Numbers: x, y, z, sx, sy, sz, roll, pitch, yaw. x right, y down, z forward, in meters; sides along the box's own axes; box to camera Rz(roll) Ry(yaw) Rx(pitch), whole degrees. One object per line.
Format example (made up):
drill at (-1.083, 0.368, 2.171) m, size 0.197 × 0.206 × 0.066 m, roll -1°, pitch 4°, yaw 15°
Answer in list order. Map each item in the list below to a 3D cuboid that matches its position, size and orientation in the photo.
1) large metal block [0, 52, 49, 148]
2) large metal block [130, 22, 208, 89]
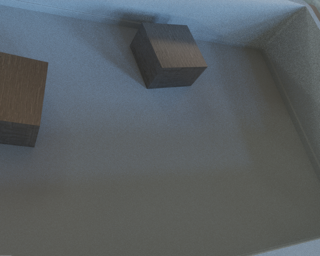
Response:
large metal block at (-0.165, -0.031, 0.320) m, size 0.081 × 0.050 × 0.080 m, roll 9°, pitch 58°, yaw -24°
large metal block at (0.012, -0.108, 0.463) m, size 0.081 × 0.050 × 0.080 m, roll -9°, pitch 66°, yaw -32°
